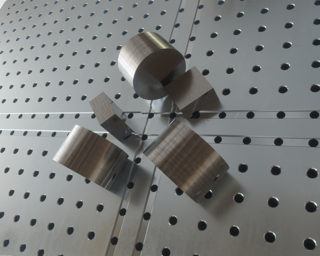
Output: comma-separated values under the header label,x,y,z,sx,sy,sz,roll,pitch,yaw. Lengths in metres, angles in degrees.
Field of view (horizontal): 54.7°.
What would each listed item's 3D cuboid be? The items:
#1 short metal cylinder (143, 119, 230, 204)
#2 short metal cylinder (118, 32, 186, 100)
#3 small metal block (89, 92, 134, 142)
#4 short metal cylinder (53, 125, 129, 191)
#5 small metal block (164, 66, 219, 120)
label,x,y,z,sx,sy,sz,roll,pitch,yaw
short metal cylinder,0.028,0.036,0.337,0.050,0.080,0.080,-47,51,-4
short metal cylinder,-0.011,-0.086,0.432,0.080,0.080,0.050,-39,51,2
small metal block,-0.068,-0.016,0.438,0.025,0.050,0.050,-37,51,4
short metal cylinder,-0.087,0.038,0.395,0.080,0.080,0.050,19,72,35
small metal block,0.042,-0.048,0.416,0.050,0.025,0.050,-34,51,5
